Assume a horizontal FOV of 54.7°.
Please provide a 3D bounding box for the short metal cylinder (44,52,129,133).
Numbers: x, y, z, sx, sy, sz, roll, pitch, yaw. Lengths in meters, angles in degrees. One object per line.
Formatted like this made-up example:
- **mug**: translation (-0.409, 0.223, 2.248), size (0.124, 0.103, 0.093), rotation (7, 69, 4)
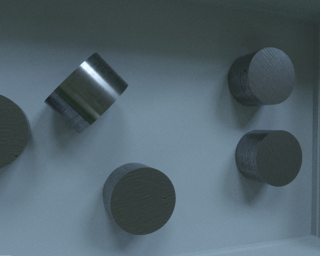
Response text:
- **short metal cylinder**: translation (-0.082, -0.040, 0.351), size (0.050, 0.080, 0.080), rotation (46, 76, -15)

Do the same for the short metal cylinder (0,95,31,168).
- **short metal cylinder**: translation (-0.183, 0.003, 0.330), size (0.081, 0.050, 0.079), rotation (0, 90, -21)

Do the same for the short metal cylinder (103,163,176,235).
- **short metal cylinder**: translation (-0.027, 0.086, 0.388), size (0.081, 0.050, 0.079), rotation (0, 90, -21)

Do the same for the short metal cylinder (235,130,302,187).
- **short metal cylinder**: translation (0.160, 0.043, 0.458), size (0.081, 0.050, 0.079), rotation (0, 90, -21)

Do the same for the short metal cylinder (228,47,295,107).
- **short metal cylinder**: translation (0.148, -0.072, 0.454), size (0.081, 0.050, 0.079), rotation (0, 90, -21)
